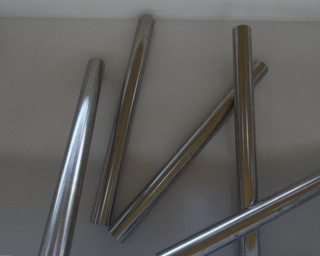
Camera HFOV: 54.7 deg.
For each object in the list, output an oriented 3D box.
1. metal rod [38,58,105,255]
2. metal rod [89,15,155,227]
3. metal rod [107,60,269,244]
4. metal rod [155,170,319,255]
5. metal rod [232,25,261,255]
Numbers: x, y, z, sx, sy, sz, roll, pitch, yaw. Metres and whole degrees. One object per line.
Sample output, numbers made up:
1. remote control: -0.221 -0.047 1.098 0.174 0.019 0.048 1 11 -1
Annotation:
1. metal rod: -0.089 0.017 0.339 0.025 0.025 0.300 -1 46 0
2. metal rod: -0.046 -0.024 0.417 0.025 0.025 0.299 9 70 3
3. metal rod: 0.046 0.020 0.402 0.025 0.025 0.301 39 74 13
4. metal rod: 0.135 0.086 0.350 0.302 0.025 0.025 -20 71 -19
5. metal rod: 0.107 0.012 0.386 0.025 0.025 0.299 2 77 0
